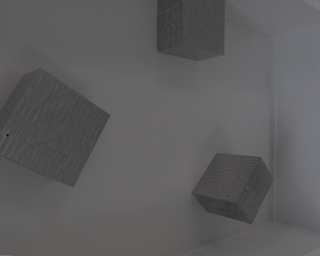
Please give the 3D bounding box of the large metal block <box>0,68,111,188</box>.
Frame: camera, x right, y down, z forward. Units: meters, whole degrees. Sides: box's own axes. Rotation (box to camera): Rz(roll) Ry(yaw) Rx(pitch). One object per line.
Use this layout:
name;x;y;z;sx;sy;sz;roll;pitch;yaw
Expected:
large metal block;-0.109;0.002;0.299;0.080;0.050;0.080;37;68;-34

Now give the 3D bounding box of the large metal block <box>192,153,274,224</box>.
large metal block;0.108;0.086;0.462;0.080;0.080;0.050;-52;121;-27

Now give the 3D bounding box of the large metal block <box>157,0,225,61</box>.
large metal block;0.043;-0.142;0.426;0.081;0.050;0.080;1;90;-40
